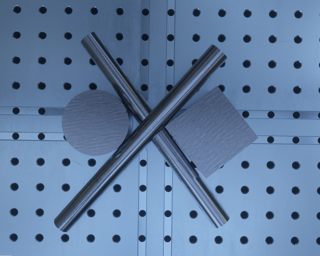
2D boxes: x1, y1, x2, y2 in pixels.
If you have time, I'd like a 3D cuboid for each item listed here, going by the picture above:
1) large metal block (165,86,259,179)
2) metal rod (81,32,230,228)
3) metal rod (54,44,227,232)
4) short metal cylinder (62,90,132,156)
[{"bbox_3d":[0.062,0.005,0.397,0.080,0.050,0.080,-38,90,0],"label":"large metal block"},{"bbox_3d":[-0.006,0.003,0.409,0.025,0.025,0.299,-36,90,0],"label":"metal rod"},{"bbox_3d":[-0.029,0.019,0.388,0.025,0.025,0.299,42,98,0],"label":"metal rod"},{"bbox_3d":[-0.078,-0.006,0.396,0.081,0.050,0.079,0,90,0],"label":"short metal cylinder"}]
